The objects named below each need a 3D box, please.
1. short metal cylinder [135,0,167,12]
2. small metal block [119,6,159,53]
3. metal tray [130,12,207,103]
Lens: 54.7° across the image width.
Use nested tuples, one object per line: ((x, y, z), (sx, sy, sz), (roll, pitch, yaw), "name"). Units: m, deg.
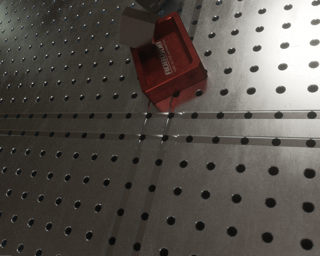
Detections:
((-0.017, -0.249, 0.533), (0.080, 0.080, 0.050), (34, 81, 38), "short metal cylinder")
((-0.032, -0.148, 0.467), (0.050, 0.050, 0.025), (16, 50, 1), "small metal block")
((0.007, -0.109, 0.466), (0.090, 0.030, 0.130), (-25, 53, 12), "metal tray")
